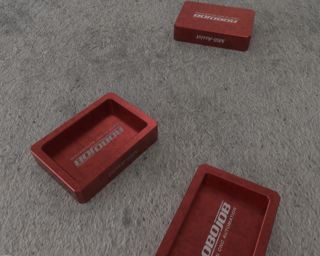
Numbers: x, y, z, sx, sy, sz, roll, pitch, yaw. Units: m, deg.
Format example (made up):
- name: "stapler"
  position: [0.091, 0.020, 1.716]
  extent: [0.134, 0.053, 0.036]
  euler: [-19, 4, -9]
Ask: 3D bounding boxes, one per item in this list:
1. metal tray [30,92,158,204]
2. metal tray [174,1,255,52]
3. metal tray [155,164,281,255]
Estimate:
- name: "metal tray"
  position: [-0.077, 0.018, 0.383]
  extent: [0.090, 0.030, 0.131]
  euler: [34, 58, 25]
- name: "metal tray"
  position: [0.098, -0.185, 0.556]
  extent: [0.131, 0.030, 0.090]
  euler: [12, 51, 10]
- name: "metal tray"
  position: [0.058, 0.107, 0.309]
  extent: [0.090, 0.030, 0.130]
  euler: [21, 53, 16]
